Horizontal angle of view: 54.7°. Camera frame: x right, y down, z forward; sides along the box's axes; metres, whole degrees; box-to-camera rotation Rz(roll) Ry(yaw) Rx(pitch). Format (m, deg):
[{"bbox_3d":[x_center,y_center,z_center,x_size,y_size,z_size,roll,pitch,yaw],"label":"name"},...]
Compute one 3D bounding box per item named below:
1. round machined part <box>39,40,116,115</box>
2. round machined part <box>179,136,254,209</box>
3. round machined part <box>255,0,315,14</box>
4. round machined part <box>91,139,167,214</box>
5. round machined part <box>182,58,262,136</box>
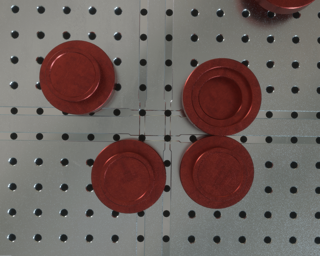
[{"bbox_3d":[-0.108,-0.066,0.403,0.099,0.042,0.097,0,90,-1],"label":"round machined part"},{"bbox_3d":[0.075,0.058,0.406,0.099,0.042,0.097,0,90,-1],"label":"round machined part"},{"bbox_3d":[0.163,-0.198,0.407,0.099,0.042,0.097,0,90,-1],"label":"round machined part"},{"bbox_3d":[-0.041,0.064,0.404,0.099,0.042,0.097,0,90,-1],"label":"round machined part"},{"bbox_3d":[0.077,-0.039,0.406,0.099,0.042,0.097,0,90,-1],"label":"round machined part"}]
